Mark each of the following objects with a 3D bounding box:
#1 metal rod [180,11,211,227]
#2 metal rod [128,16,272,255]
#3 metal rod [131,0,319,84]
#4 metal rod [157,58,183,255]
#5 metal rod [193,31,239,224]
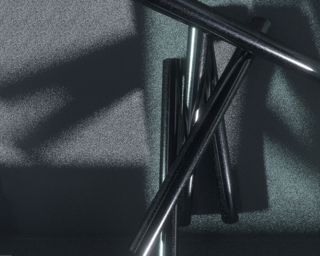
[{"bbox_3d":[0.039,0.005,0.398,0.025,0.025,0.298,2,116,-1],"label":"metal rod"},{"bbox_3d":[0.048,0.005,0.353,0.025,0.025,0.299,30,84,-11],"label":"metal rod"},{"bbox_3d":[0.110,-0.091,0.339,0.302,0.025,0.025,16,110,-22],"label":"metal rod"},{"bbox_3d":[0.012,0.066,0.373,0.025,0.025,0.298,2,86,-1],"label":"metal rod"},{"bbox_3d":[0.074,-0.002,0.411,0.025,0.025,0.298,-11,110,4],"label":"metal rod"}]
